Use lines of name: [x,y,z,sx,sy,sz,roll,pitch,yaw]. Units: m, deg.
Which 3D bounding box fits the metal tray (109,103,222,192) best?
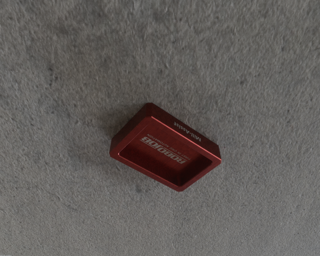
metal tray: [0.008,0.032,0.430,0.130,0.030,0.090,32,123,-24]
